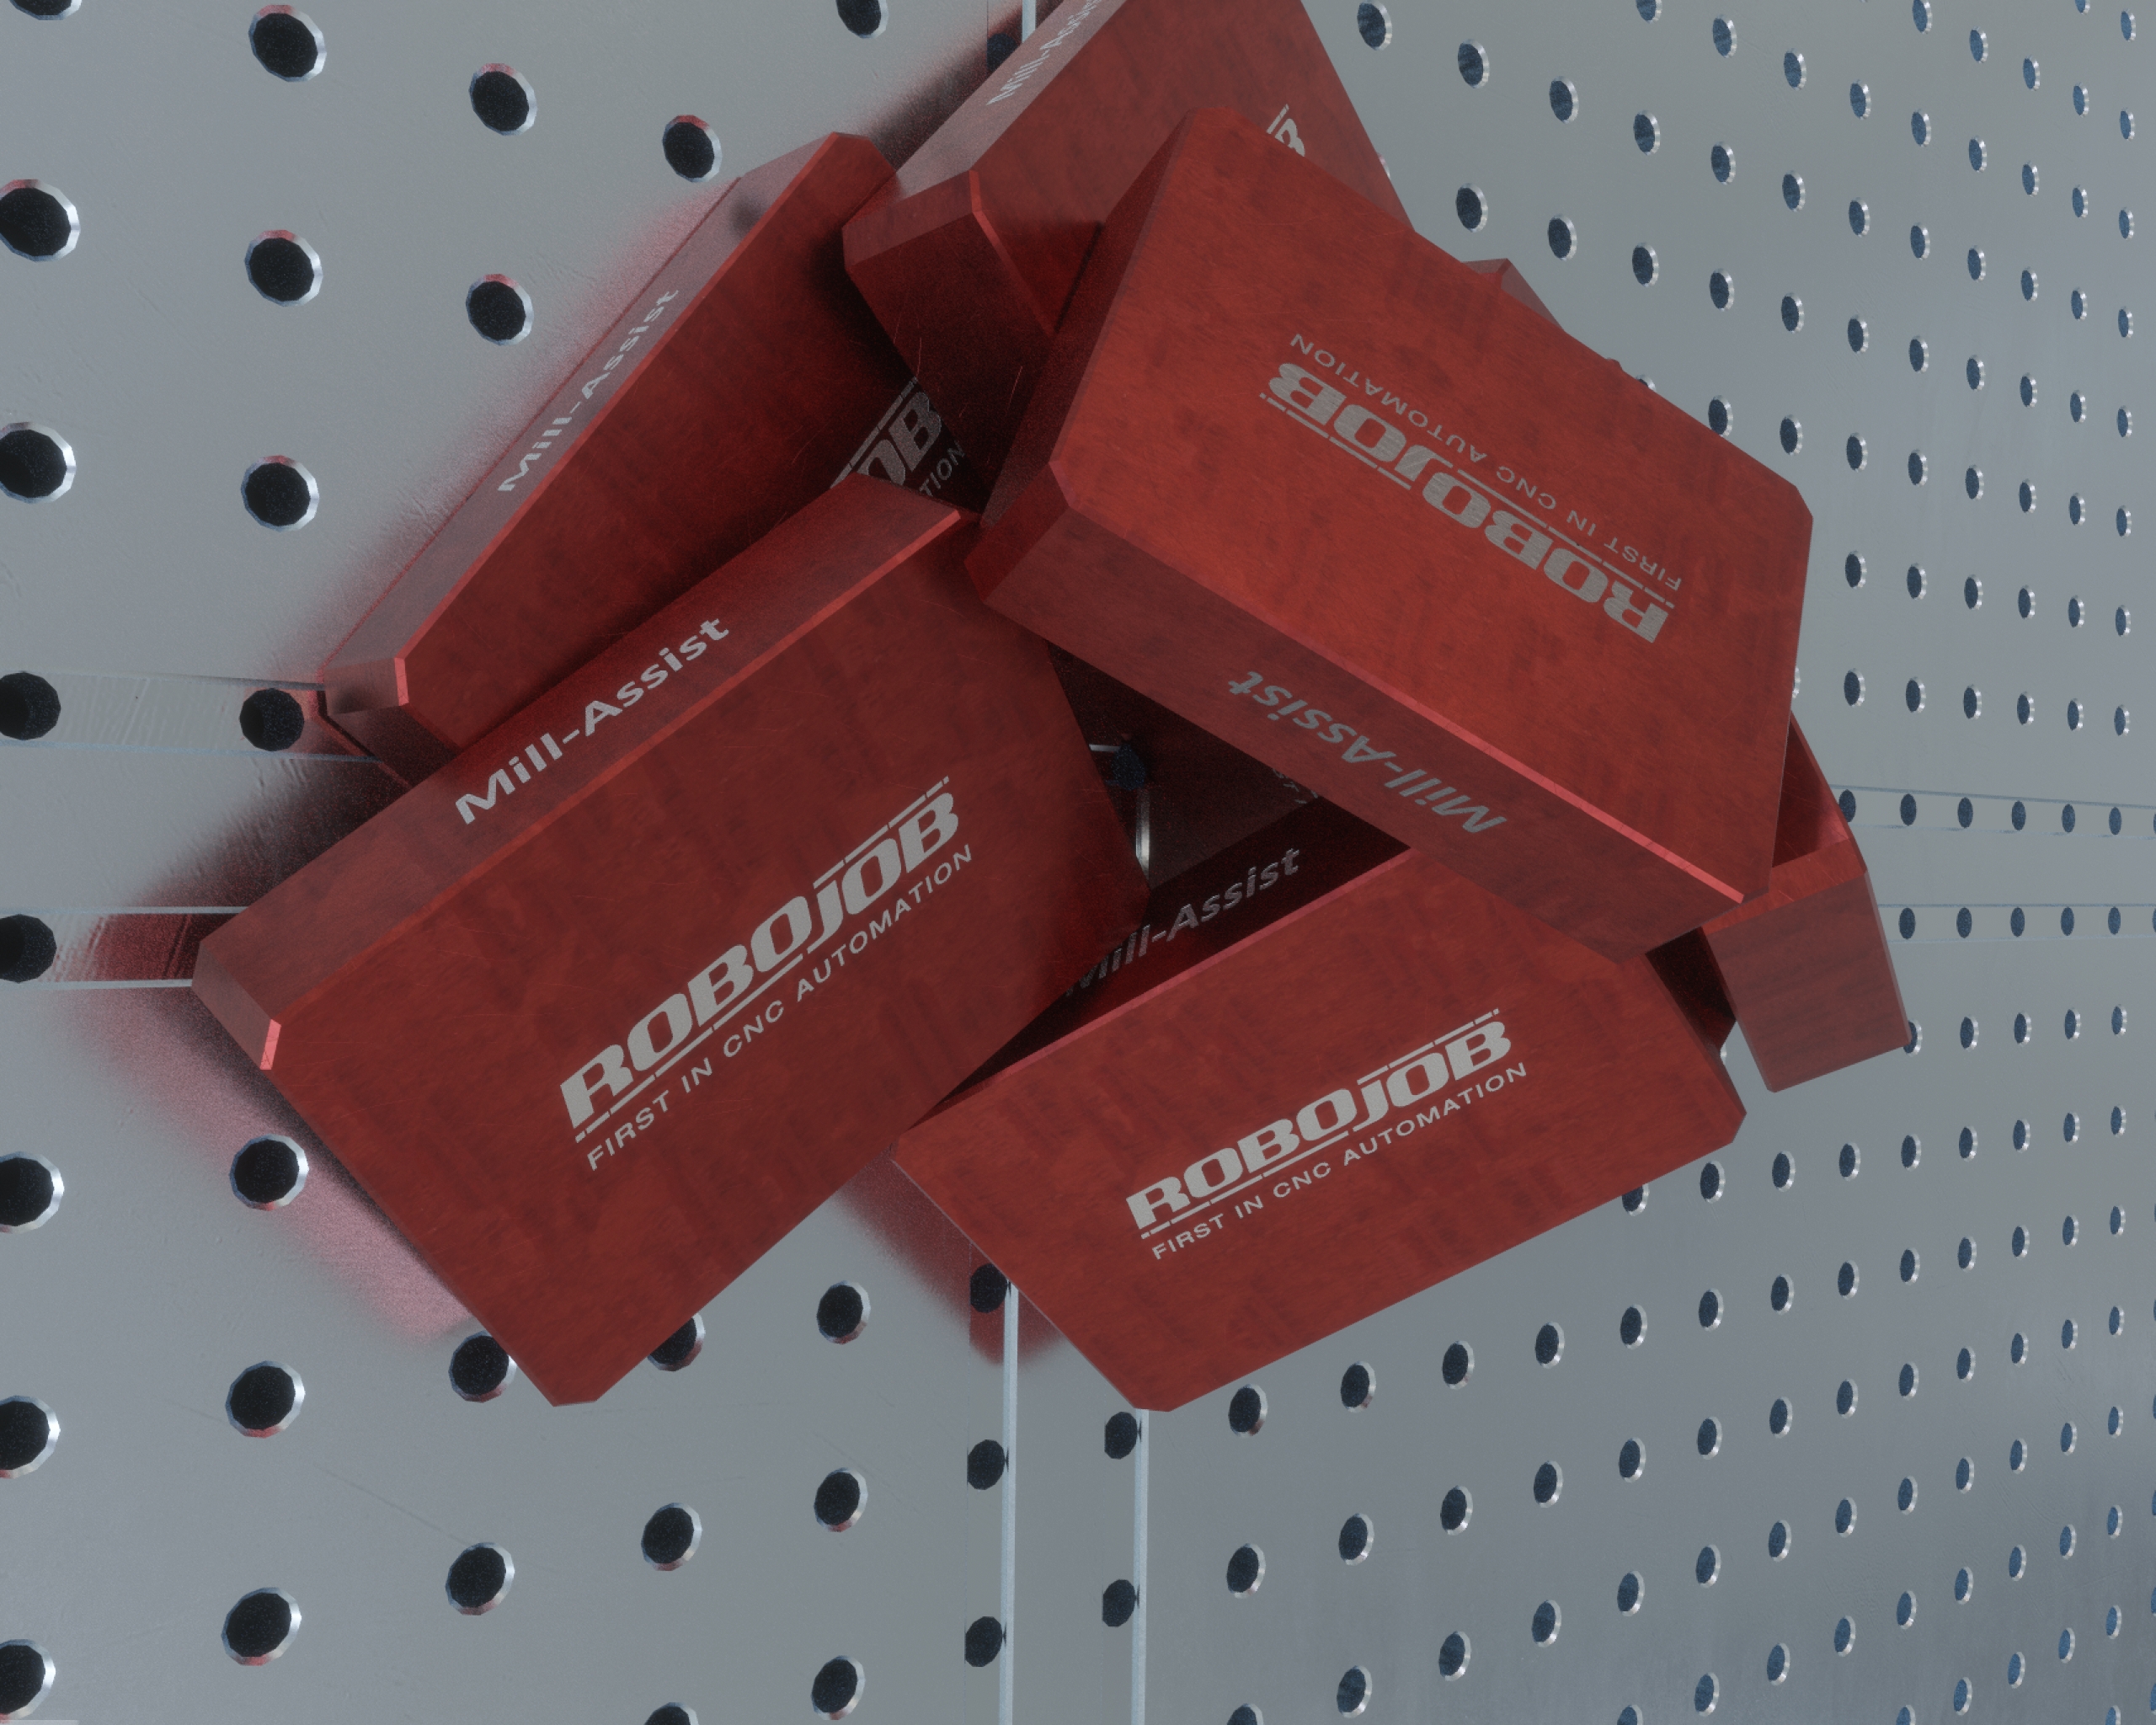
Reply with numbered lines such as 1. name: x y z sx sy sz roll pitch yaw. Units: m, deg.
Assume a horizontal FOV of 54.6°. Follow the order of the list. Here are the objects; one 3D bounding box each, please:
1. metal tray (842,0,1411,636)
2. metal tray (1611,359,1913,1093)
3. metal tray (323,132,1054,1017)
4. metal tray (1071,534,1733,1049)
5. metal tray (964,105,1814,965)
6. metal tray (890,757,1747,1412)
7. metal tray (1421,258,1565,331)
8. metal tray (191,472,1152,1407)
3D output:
1. metal tray: 0.018 -0.114 0.395 0.090 0.030 0.130 56 44 -27
2. metal tray: 0.126 -0.028 0.428 0.090 0.030 0.130 46 25 -53
3. metal tray: -0.052 -0.049 0.360 0.090 0.030 0.130 46 62 -30
4. metal tray: 0.068 -0.008 0.424 0.130 0.090 0.030 51 60 -27
5. metal tray: 0.056 -0.052 0.337 0.131 0.030 0.090 28 57 -16
6. metal tray: 0.043 0.041 0.383 0.090 0.130 0.030 51 18 -29
7. metal tray: 0.094 -0.063 0.454 0.131 0.030 0.090 19 77 -59
8. metal tray: -0.056 0.011 0.329 0.131 0.030 0.090 -40 131 -20
